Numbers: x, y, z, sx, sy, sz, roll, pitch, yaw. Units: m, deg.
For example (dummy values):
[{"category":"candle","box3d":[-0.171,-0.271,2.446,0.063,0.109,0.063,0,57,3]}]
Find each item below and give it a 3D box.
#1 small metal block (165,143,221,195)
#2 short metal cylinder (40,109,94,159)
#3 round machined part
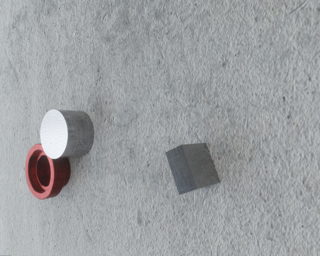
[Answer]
[{"category":"small metal block","box3d":[0.039,0.046,0.357,0.025,0.050,0.050,-29,72,36]},{"category":"short metal cylinder","box3d":[-0.155,0.010,0.517,0.080,0.050,0.080,0,90,40]},{"category":"round machined part","box3d":[-0.198,0.076,0.558,0.098,0.042,0.097,0,90,40]}]
